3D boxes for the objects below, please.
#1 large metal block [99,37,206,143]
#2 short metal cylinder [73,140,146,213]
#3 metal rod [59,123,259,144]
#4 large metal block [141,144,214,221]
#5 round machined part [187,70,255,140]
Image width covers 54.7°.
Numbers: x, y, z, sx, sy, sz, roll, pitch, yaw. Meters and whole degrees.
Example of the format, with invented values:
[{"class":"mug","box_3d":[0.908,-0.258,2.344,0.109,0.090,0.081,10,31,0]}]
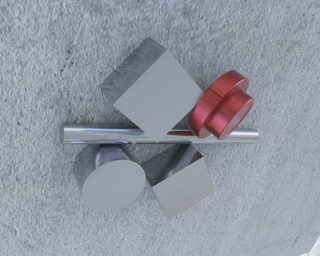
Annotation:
[{"class":"large metal block","box_3d":[-0.008,-0.043,0.360,0.080,0.050,0.080,-45,130,3]},{"class":"short metal cylinder","box_3d":[-0.065,0.060,0.395,0.081,0.050,0.079,-14,125,-21]},{"class":"metal rod","box_3d":[0.019,0.010,0.428,0.303,0.025,0.025,2,118,-30]},{"class":"large metal block","box_3d":[0.025,0.075,0.454,0.080,0.050,0.080,-29,129,-10]},{"class":"round machined part","box_3d":[0.084,-0.023,0.401,0.098,0.042,0.098,-41,159,-19]}]
